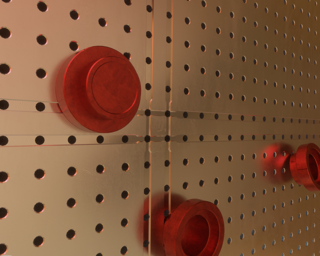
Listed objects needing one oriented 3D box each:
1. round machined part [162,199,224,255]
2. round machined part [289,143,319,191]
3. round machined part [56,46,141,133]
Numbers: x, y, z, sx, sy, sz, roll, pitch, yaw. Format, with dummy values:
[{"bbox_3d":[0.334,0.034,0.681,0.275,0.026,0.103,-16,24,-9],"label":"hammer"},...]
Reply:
[{"bbox_3d":[0.042,0.148,0.433,0.099,0.042,0.097,0,90,-40],"label":"round machined part"},{"bbox_3d":[0.305,0.083,0.642,0.099,0.042,0.098,15,67,-39],"label":"round machined part"},{"bbox_3d":[-0.060,-0.043,0.347,0.099,0.042,0.097,0,90,-40],"label":"round machined part"}]
